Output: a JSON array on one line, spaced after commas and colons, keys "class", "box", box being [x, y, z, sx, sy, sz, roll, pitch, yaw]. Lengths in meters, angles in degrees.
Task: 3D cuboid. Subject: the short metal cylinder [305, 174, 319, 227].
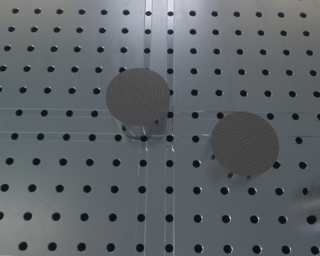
[{"class": "short metal cylinder", "box": [0.224, 0.087, 0.368, 0.081, 0.050, 0.080, 0, 70, 0]}]

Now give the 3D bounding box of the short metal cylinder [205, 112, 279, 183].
[{"class": "short metal cylinder", "box": [0.101, 0.026, 0.389, 0.081, 0.050, 0.080, 0, 70, 0]}]

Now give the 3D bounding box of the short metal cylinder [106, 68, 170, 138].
[{"class": "short metal cylinder", "box": [-0.027, -0.032, 0.410, 0.081, 0.050, 0.080, 0, 70, 0]}]
